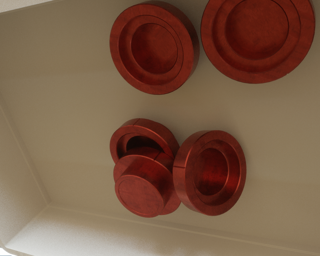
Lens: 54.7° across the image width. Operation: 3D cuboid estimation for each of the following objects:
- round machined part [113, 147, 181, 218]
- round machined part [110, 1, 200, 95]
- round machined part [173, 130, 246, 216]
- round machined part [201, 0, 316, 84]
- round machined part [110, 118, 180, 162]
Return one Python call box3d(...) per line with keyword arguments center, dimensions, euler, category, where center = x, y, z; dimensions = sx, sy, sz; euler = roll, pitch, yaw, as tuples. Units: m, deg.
box3d(center=(-0.018, 0.076, 0.399), dimensions=(0.098, 0.042, 0.097), euler=(13, 124, 20), category="round machined part")
box3d(center=(-0.003, -0.089, 0.343), dimensions=(0.098, 0.042, 0.097), euler=(13, 124, 20), category="round machined part")
box3d(center=(0.054, 0.051, 0.370), dimensions=(0.042, 0.099, 0.098), euler=(-2, 120, 56), category="round machined part")
box3d(center=(0.092, -0.094, 0.291), dimensions=(0.098, 0.042, 0.097), euler=(13, 124, 20), category="round machined part")
box3d(center=(-0.016, 0.029, 0.423), dimensions=(0.098, 0.042, 0.097), euler=(13, 124, 20), category="round machined part")
